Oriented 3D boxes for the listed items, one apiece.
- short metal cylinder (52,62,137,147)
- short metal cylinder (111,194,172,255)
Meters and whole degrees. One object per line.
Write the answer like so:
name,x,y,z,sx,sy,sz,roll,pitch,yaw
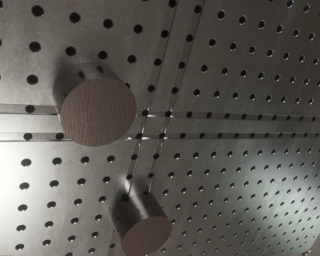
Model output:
short metal cylinder,-0.072,-0.026,0.340,0.081,0.050,0.079,-14,125,-21
short metal cylinder,-0.028,0.148,0.473,0.081,0.050,0.079,-14,125,-21
